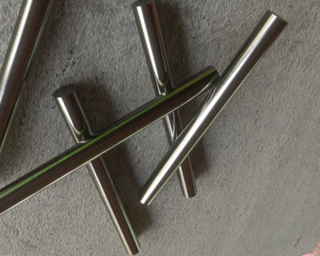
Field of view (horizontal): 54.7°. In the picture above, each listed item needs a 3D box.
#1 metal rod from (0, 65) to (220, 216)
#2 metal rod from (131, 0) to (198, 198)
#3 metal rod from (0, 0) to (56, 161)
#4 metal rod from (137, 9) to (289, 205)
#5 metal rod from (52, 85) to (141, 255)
[{"bbox_3d":[-0.062,0.014,0.347,0.301,0.025,0.025,-31,129,-8],"label":"metal rod"},{"bbox_3d":[0.015,-0.013,0.406,0.025,0.025,0.298,-25,128,-13],"label":"metal rod"},{"bbox_3d":[-0.139,-0.052,0.298,0.025,0.025,0.298,15,111,-34],"label":"metal rod"},{"bbox_3d":[0.047,-0.003,0.382,0.025,0.025,0.298,10,128,-33],"label":"metal rod"},{"bbox_3d":[-0.072,0.078,0.415,0.025,0.025,0.298,-24,127,-14],"label":"metal rod"}]
